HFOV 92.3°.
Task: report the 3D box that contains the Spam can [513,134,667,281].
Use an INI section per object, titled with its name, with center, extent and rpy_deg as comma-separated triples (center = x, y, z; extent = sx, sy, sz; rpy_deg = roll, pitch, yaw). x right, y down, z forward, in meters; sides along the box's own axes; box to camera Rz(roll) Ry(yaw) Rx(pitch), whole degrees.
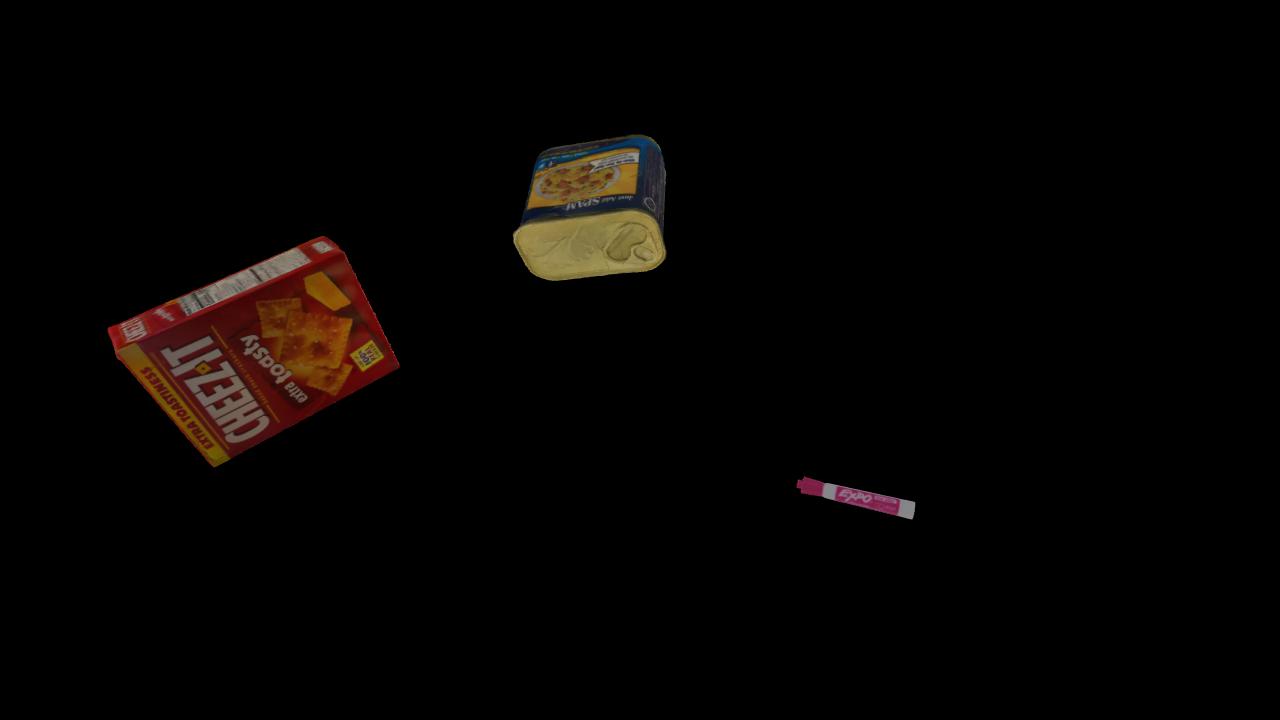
[Spam can]
center = -0.032, -0.110, 0.441
extent = 0.101, 0.085, 0.058
rpy_deg = -4, -35, 11

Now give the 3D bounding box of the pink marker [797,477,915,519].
[pink marker]
center = 0.231, 0.148, 0.665
extent = 0.121, 0.020, 0.020
rpy_deg = 10, 4, 21

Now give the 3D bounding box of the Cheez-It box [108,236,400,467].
[Cheez-It box]
center = -0.404, -0.012, 0.673
extent = 0.223, 0.166, 0.071
rpy_deg = -34, 44, -27
